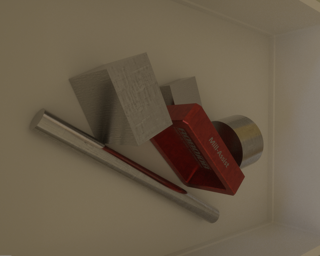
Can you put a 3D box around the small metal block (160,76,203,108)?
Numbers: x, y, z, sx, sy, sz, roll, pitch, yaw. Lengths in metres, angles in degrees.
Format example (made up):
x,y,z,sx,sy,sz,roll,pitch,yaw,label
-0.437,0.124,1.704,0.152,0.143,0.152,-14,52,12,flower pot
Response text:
x,y,z,sx,sy,sz,roll,pitch,yaw,label
0.029,-0.040,0.430,0.050,0.025,0.050,-26,106,-37,small metal block

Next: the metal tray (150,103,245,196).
x,y,z,sx,sy,sz,roll,pitch,yaw,label
0.040,0.029,0.397,0.030,0.090,0.130,-52,121,-28,metal tray

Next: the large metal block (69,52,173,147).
x,y,z,sx,sy,sz,roll,pitch,yaw,label
-0.043,-0.029,0.334,0.050,0.080,0.080,-33,111,-35,large metal block

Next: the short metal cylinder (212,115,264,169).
x,y,z,sx,sy,sz,roll,pitch,yaw,label
0.104,0.024,0.458,0.050,0.080,0.079,-15,100,-38,short metal cylinder

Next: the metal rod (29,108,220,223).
x,y,z,sx,sy,sz,roll,pitch,yaw,label
-0.020,0.063,0.390,0.301,0.025,0.025,35,68,-35,metal rod
